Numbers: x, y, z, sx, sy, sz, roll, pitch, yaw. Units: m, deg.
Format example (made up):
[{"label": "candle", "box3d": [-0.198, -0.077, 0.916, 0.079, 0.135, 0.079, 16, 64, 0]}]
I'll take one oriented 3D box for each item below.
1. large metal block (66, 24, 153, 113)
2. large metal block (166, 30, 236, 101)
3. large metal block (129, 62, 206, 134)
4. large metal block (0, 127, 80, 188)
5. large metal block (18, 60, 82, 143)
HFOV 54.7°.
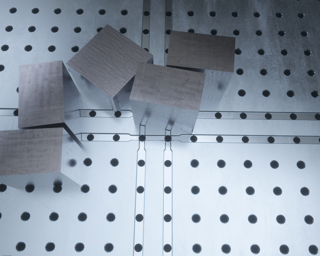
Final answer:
[{"label": "large metal block", "box3d": [-0.065, -0.081, 0.427, 0.080, 0.050, 0.080, 37, 74, 12]}, {"label": "large metal block", "box3d": [0.050, -0.080, 0.412, 0.080, 0.080, 0.050, 7, 70, 2]}, {"label": "large metal block", "box3d": [0.009, -0.035, 0.396, 0.080, 0.080, 0.050, 11, 71, 3]}, {"label": "large metal block", "box3d": [-0.145, 0.038, 0.367, 0.081, 0.080, 0.050, -3, 70, -2]}, {"label": "large metal block", "box3d": [-0.136, -0.027, 0.391, 0.050, 0.080, 0.080, -8, 70, -3]}]
